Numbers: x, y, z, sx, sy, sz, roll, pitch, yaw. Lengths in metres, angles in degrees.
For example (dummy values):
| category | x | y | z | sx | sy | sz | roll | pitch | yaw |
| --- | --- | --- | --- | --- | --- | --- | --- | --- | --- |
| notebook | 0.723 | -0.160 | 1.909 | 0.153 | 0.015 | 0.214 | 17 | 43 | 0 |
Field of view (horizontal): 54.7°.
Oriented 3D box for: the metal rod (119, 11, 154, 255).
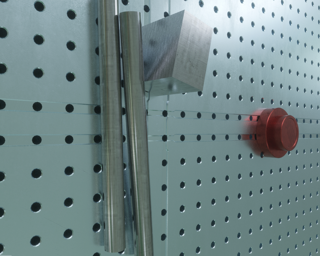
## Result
| category | x | y | z | sx | sy | sz | roll | pitch | yaw |
| --- | --- | --- | --- | --- | --- | --- | --- | --- | --- |
| metal rod | -0.027 | 0.017 | 0.374 | 0.025 | 0.025 | 0.298 | -9 | 100 | -40 |

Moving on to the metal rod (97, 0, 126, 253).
| category | x | y | z | sx | sy | sz | roll | pitch | yaw |
| --- | --- | --- | --- | --- | --- | --- | --- | --- | --- |
| metal rod | -0.057 | -0.007 | 0.363 | 0.025 | 0.025 | 0.298 | -2 | 92 | -40 |

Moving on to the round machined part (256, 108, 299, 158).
| category | x | y | z | sx | sy | sz | roll | pitch | yaw |
| --- | --- | --- | --- | --- | --- | --- | --- | --- | --- |
| round machined part | 0.231 | 0.009 | 0.596 | 0.099 | 0.042 | 0.097 | 0 | 90 | -40 |

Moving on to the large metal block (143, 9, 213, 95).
| category | x | y | z | sx | sy | sz | roll | pitch | yaw |
| --- | --- | --- | --- | --- | --- | --- | --- | --- | --- |
| large metal block | 0.013 | -0.088 | 0.386 | 0.050 | 0.080 | 0.080 | 18 | 79 | -39 |
